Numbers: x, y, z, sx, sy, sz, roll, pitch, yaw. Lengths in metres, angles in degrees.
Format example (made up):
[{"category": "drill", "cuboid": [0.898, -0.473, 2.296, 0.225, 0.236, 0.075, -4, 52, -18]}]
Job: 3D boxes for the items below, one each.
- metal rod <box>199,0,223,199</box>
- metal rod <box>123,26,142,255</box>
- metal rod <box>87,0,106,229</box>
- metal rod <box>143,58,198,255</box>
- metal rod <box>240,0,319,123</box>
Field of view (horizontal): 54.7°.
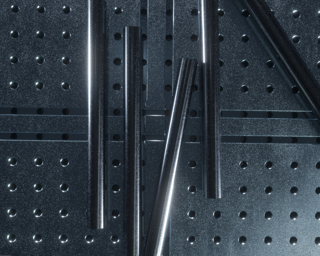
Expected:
[{"category": "metal rod", "cuboid": [0.068, -0.057, 0.414, 0.025, 0.025, 0.298, -1, 90, -1]}, {"category": "metal rod", "cuboid": [-0.036, 0.017, 0.412, 0.025, 0.025, 0.298, 0, 90, -1]}, {"category": "metal rod", "cuboid": [-0.084, -0.018, 0.412, 0.025, 0.025, 0.298, 0, 90, -1]}, {"category": "metal rod", "cuboid": [0.011, 0.057, 0.413, 0.025, 0.025, 0.298, 11, 90, -1]}, {"category": "metal rod", "cuboid": [0.175, -0.092, 0.415, 0.025, 0.025, 0.299, -33, 90, 0]}]
